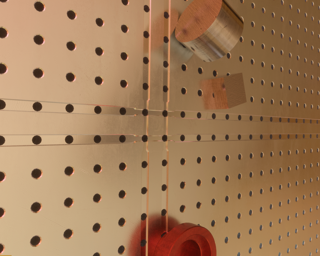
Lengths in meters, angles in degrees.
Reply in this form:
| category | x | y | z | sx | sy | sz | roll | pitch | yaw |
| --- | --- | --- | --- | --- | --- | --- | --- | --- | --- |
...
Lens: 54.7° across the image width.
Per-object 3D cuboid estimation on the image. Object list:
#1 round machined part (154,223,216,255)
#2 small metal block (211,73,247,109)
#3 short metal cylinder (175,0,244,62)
| category | x | y | z | sx | sy | sz | roll | pitch | yaw |
| --- | --- | --- | --- | --- | --- | --- | --- | --- | --- |
| round machined part | 0.030 | 0.180 | 0.426 | 0.099 | 0.042 | 0.097 | 0 | 90 | -40 |
| small metal block | 0.113 | -0.061 | 0.507 | 0.050 | 0.025 | 0.050 | -20 | 103 | -39 |
| short metal cylinder | 0.068 | -0.140 | 0.432 | 0.050 | 0.080 | 0.080 | 30 | 71 | -37 |
